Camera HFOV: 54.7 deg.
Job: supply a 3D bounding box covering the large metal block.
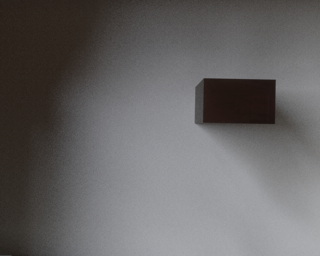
[{"bbox_3d":[0.088,-0.030,0.385,0.081,0.080,0.050,1,90,-1],"label":"large metal block"}]
